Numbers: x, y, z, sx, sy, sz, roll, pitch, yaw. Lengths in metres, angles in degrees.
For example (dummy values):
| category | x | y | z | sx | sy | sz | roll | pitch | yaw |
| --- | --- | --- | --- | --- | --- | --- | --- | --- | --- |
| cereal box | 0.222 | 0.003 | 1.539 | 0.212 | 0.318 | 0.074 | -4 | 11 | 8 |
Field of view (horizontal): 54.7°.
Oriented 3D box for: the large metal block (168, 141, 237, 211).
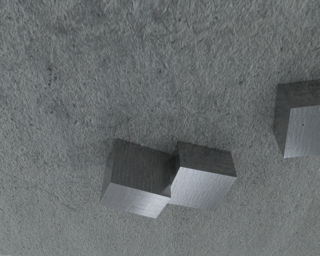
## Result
| category | x | y | z | sx | sy | sz | roll | pitch | yaw |
| --- | --- | --- | --- | --- | --- | --- | --- | --- | --- |
| large metal block | 0.054 | 0.071 | 0.452 | 0.081 | 0.050 | 0.079 | 12 | 129 | -10 |

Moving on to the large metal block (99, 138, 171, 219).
| category | x | y | z | sx | sy | sz | roll | pitch | yaw |
| --- | --- | --- | --- | --- | --- | --- | --- | --- | --- |
| large metal block | -0.033 | 0.069 | 0.430 | 0.081 | 0.080 | 0.050 | 18 | 128 | -15 |

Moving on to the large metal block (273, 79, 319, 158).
| category | x | y | z | sx | sy | sz | roll | pitch | yaw |
| --- | --- | --- | --- | --- | --- | --- | --- | --- | --- |
| large metal block | 0.190 | -0.012 | 0.382 | 0.080 | 0.050 | 0.080 | -7 | 130 | 5 |
